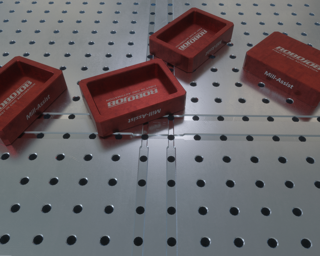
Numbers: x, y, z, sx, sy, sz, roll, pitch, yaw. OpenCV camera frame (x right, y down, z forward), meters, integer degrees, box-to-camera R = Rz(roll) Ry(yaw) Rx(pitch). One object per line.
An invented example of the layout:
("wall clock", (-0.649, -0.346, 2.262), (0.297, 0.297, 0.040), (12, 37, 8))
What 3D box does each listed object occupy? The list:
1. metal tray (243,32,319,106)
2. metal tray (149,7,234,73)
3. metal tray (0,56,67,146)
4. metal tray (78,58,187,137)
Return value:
("metal tray", (0.211, -0.097, 0.487), (0.130, 0.030, 0.090), (37, 59, 27))
("metal tray", (0.055, -0.156, 0.535), (0.090, 0.030, 0.131), (32, 57, 24))
("metal tray", (-0.209, -0.044, 0.440), (0.090, 0.030, 0.130), (20, 53, 16))
("metal tray", (-0.039, -0.048, 0.444), (0.131, 0.030, 0.090), (-19, 53, -16))
